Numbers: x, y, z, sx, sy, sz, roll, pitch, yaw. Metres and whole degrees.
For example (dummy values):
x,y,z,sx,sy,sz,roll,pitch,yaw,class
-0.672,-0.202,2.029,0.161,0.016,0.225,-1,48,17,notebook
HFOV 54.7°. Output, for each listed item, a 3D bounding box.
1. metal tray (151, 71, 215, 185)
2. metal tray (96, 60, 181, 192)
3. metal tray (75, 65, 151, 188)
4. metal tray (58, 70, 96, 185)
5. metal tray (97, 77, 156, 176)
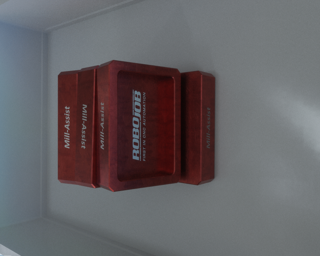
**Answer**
x,y,z,sx,sy,sz,roll,pitch,yaw,class
0.021,-0.001,0.384,0.090,0.030,0.129,1,90,40,metal tray
-0.021,-0.002,0.337,0.030,0.091,0.129,0,90,54,metal tray
-0.052,0.000,0.364,0.030,0.091,0.129,0,88,40,metal tray
-0.084,-0.001,0.389,0.030,0.090,0.129,0,90,27,metal tray
-0.049,-0.003,0.441,0.090,0.030,0.129,1,90,40,metal tray
